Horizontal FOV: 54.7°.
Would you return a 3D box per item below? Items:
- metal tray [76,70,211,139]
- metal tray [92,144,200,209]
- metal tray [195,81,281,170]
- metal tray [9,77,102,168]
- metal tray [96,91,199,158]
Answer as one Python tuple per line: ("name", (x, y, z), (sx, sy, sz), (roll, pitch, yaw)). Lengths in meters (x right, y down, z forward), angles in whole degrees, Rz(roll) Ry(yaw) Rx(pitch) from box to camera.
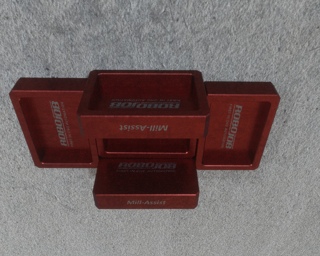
("metal tray", (-0.016, -0.029, 0.341), (0.131, 0.090, 0.030), (0, 130, -1))
("metal tray", (-0.017, 0.063, 0.418), (0.131, 0.090, 0.030), (0, 130, -1))
("metal tray", (0.094, 0.001, 0.408), (0.091, 0.030, 0.129), (0, 130, -1))
("metal tray", (-0.127, -0.002, 0.402), (0.091, 0.030, 0.129), (0, 130, -1))
("metal tray", (-0.017, -0.003, 0.403), (0.131, 0.030, 0.089), (0, 130, -1))
